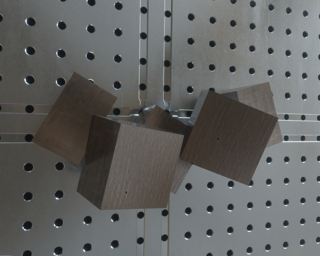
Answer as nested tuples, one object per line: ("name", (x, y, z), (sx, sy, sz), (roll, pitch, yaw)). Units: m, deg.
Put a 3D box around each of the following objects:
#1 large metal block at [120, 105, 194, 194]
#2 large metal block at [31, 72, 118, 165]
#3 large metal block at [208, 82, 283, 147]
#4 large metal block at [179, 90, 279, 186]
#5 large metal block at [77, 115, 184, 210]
("large metal block", (-0.002, 0.027, 0.399), (0.080, 0.050, 0.080), (34, 79, -17))
("large metal block", (-0.098, -0.010, 0.347), (0.050, 0.080, 0.080), (32, 80, -18))
("large metal block", (0.113, -0.014, 0.426), (0.050, 0.080, 0.080), (-17, 96, -19))
("large metal block", (0.073, 0.008, 0.354), (0.080, 0.050, 0.080), (22, 96, -4))
("large metal block", (-0.030, 0.036, 0.319), (0.081, 0.050, 0.080), (11, 93, -41))
